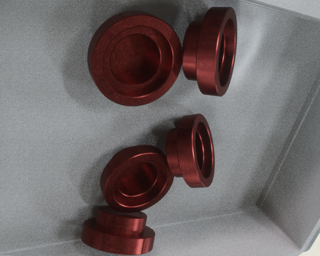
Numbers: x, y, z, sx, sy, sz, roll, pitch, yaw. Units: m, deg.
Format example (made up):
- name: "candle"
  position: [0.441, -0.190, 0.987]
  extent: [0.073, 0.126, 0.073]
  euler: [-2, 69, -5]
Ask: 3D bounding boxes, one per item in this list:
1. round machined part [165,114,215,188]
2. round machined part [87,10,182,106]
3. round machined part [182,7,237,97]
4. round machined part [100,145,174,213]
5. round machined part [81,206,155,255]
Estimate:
- name: "round machined part"
  position: [0.040, 0.032, 0.418]
  extent: [0.042, 0.098, 0.098]
  euler: [-8, 133, 24]
- name: "round machined part"
  position: [-0.029, -0.076, 0.334]
  extent: [0.099, 0.042, 0.097]
  euler: [-12, 124, -19]
- name: "round machined part"
  position: [0.056, -0.087, 0.355]
  extent: [0.098, 0.042, 0.097]
  euler: [9, 91, -67]
- name: "round machined part"
  position: [-0.034, 0.064, 0.420]
  extent: [0.099, 0.042, 0.097]
  euler: [-14, 124, -21]
- name: "round machined part"
  position: [-0.055, 0.135, 0.424]
  extent: [0.099, 0.098, 0.042]
  euler: [14, 84, -34]
